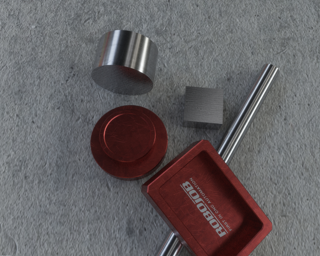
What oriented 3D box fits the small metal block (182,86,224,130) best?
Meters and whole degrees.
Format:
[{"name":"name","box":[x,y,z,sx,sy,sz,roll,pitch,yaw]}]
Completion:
[{"name":"small metal block","box":[0.058,-0.027,0.418,0.050,0.025,0.050,5,70,2]}]

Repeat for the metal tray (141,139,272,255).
[{"name":"metal tray","box":[0.053,0.090,0.348,0.090,0.030,0.130,-38,92,-19]}]

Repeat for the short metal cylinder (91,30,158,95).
[{"name":"short metal cylinder","box":[-0.045,-0.083,0.409,0.080,0.080,0.050,7,70,2]}]

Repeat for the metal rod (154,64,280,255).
[{"name":"metal rod","box":[0.079,0.038,0.395,0.025,0.025,0.300,30,72,10]}]

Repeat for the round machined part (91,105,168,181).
[{"name":"round machined part","box":[-0.039,0.015,0.393,0.099,0.042,0.098,0,70,0]}]
